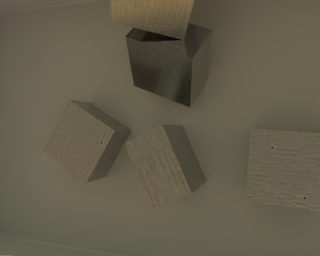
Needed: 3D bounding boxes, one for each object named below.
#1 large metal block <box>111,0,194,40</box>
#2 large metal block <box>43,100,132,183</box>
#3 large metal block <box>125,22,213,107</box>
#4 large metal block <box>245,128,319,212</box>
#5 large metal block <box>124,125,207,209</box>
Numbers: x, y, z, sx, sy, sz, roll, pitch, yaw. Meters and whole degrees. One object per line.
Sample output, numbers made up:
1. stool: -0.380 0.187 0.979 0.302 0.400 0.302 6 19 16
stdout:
1. large metal block: -0.003 -0.144 0.309 0.080 0.080 0.050 14 57 0
2. large metal block: -0.100 0.017 0.431 0.080 0.050 0.080 33 100 16
3. large metal block: 0.012 -0.081 0.369 0.080 0.080 0.050 23 60 18
4. large metal block: 0.142 0.043 0.347 0.080 0.050 0.079 4 92 19
5. large metal block: 0.010 0.043 0.377 0.050 0.080 0.080 -26 82 18
